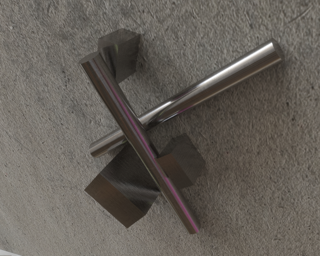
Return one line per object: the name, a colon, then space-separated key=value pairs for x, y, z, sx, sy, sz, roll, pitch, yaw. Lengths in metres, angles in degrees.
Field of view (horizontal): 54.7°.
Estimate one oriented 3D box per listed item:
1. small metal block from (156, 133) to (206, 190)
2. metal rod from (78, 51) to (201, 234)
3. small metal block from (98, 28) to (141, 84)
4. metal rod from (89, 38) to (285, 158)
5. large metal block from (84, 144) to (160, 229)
small metal block: x=0.029 y=0.042 z=0.401 sx=0.025 sy=0.050 sz=0.050 roll=-26 pitch=104 yaw=37
metal rod: x=-0.012 y=0.039 z=0.398 sx=0.025 sy=0.025 sz=0.299 roll=-8 pitch=126 yaw=31
small metal block: x=-0.049 y=-0.084 z=0.363 sx=0.025 sy=0.050 sz=0.050 roll=22 pitch=126 yaw=15
metal rod: x=0.008 y=-0.021 z=0.388 sx=0.299 sy=0.025 sz=0.025 roll=-27 pitch=104 yaw=37
large metal block: x=-0.045 y=0.079 z=0.442 sx=0.080 sy=0.080 sz=0.050 roll=43 pitch=129 yaw=-2
